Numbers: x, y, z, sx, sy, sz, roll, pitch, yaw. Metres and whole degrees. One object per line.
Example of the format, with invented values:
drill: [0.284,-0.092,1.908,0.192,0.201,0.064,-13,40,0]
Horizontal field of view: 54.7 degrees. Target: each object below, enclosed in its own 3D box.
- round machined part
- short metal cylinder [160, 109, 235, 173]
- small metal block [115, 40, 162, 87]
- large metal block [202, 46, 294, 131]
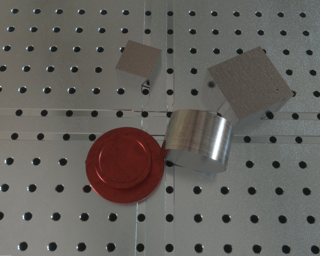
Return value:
round machined part: [-0.044,0.044,0.386,0.099,0.042,0.098,0,70,0]
short metal cylinder: [0.045,0.018,0.376,0.080,0.080,0.050,15,71,5]
small metal block: [-0.030,-0.093,0.445,0.050,0.025,0.050,19,71,6]
large metal block: [0.115,-0.051,0.418,0.080,0.050,0.080,-25,72,-9]
